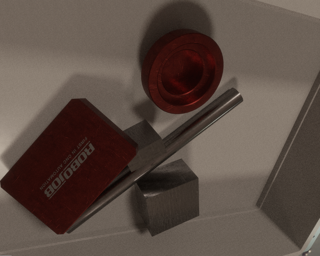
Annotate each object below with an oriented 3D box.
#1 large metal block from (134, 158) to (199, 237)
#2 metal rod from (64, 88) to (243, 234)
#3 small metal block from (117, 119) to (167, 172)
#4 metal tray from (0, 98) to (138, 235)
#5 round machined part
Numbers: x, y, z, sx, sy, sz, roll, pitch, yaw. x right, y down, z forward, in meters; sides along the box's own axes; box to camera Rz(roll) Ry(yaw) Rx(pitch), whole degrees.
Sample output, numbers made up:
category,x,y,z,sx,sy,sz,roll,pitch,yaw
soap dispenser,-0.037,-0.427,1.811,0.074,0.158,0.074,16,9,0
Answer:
category,x,y,z,sx,sy,sz,roll,pitch,yaw
large metal block,0.011,0.103,0.464,0.081,0.050,0.079,-18,126,-18
metal rod,-0.010,0.043,0.431,0.301,0.025,0.025,-37,130,-4
small metal block,-0.027,0.021,0.392,0.050,0.050,0.025,-28,128,-11
metal tray,-0.099,0.042,0.347,0.090,0.030,0.130,42,95,-3
round machined part,0.023,-0.069,0.369,0.099,0.042,0.097,-14,125,-21
